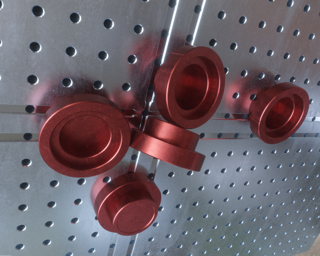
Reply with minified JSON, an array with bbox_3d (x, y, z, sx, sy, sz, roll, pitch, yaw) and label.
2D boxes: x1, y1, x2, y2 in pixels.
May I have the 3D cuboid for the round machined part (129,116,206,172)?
[{"bbox_3d":[0.011,0.016,0.385,0.099,0.098,0.042,21,90,-37],"label":"round machined part"}]

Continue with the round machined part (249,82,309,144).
[{"bbox_3d":[0.180,-0.027,0.485,0.099,0.042,0.097,-14,125,-21],"label":"round machined part"}]

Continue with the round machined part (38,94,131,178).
[{"bbox_3d":[-0.086,0.005,0.353,0.099,0.042,0.097,-10,123,-16],"label":"round machined part"}]

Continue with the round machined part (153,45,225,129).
[{"bbox_3d":[0.031,-0.051,0.376,0.099,0.042,0.097,-17,117,-37],"label":"round machined part"}]

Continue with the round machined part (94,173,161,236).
[{"bbox_3d":[-0.042,0.117,0.451,0.099,0.042,0.097,-14,125,-21],"label":"round machined part"}]
